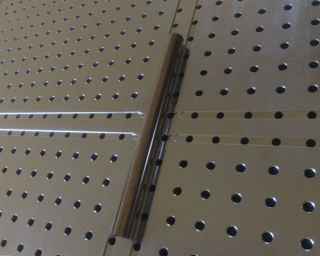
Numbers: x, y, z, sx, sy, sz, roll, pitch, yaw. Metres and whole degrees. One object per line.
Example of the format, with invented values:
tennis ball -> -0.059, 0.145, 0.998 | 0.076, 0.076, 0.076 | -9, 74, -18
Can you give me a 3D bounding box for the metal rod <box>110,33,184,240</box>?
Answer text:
metal rod -> -0.010, -0.007, 0.416 | 0.025, 0.025, 0.300 | 1, 62, 28
